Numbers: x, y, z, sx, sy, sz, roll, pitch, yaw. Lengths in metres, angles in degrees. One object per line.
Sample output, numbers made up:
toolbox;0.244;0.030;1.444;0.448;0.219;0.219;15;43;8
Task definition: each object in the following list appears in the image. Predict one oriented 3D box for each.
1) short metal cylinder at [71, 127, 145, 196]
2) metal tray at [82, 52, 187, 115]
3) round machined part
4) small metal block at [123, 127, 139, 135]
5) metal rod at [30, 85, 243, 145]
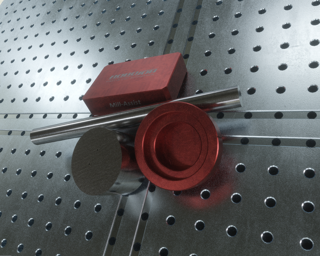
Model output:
short metal cylinder;-0.062;0.042;0.382;0.080;0.050;0.080;-7;76;32
metal tray;-0.035;-0.063;0.442;0.130;0.030;0.090;-4;41;25
round machined part;0.024;0.021;0.356;0.098;0.042;0.097;-3;82;24
small metal block;-0.037;0.012;0.430;0.050;0.025;0.050;20;72;35
metal rod;-0.047;-0.011;0.405;0.301;0.025;0.025;-10;58;22
